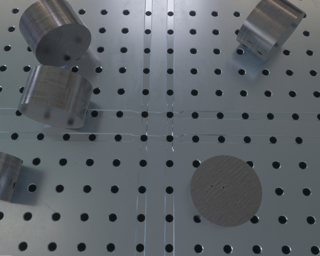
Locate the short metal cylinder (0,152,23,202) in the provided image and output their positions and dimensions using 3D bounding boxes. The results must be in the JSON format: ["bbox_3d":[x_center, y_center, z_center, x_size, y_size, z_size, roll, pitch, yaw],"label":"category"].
[{"bbox_3d":[-0.209,0.054,0.361,0.080,0.080,0.050,8,70,3],"label":"short metal cylinder"}]

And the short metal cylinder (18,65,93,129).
[{"bbox_3d":[-0.131,-0.037,0.395,0.080,0.080,0.050,8,70,3],"label":"short metal cylinder"}]

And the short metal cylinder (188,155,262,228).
[{"bbox_3d":[0.074,0.077,0.370,0.081,0.050,0.080,0,70,0],"label":"short metal cylinder"}]

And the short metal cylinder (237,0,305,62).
[{"bbox_3d":[0.154,-0.141,0.435,0.050,0.080,0.080,42,75,14],"label":"short metal cylinder"}]

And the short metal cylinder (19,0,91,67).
[{"bbox_3d":[-0.144,-0.130,0.429,0.080,0.080,0.050,-32,73,-11],"label":"short metal cylinder"}]
